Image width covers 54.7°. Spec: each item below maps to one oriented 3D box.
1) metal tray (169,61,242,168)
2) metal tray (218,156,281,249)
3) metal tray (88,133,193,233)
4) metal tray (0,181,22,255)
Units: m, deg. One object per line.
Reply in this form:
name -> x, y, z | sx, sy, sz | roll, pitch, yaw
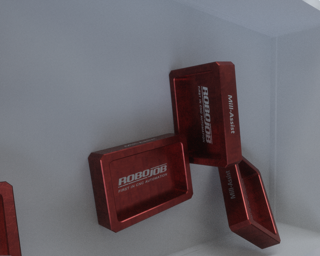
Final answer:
metal tray -> 0.058, -0.017, 0.412 | 0.030, 0.090, 0.129 | -10, 97, -40
metal tray -> 0.131, 0.104, 0.468 | 0.090, 0.030, 0.130 | 37, 34, -33
metal tray -> -0.018, 0.062, 0.387 | 0.131, 0.030, 0.089 | -13, 98, -39
metal tray -> -0.157, 0.111, 0.235 | 0.091, 0.030, 0.130 | 0, 63, -40
